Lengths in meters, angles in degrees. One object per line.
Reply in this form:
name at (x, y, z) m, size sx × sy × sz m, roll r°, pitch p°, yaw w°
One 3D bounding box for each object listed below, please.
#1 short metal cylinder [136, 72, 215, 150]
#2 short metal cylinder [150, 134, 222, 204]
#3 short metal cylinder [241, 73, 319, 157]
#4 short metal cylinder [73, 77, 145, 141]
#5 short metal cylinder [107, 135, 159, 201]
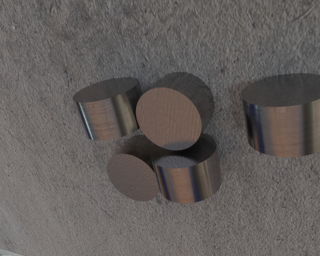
short metal cylinder at (0.019, -0.020, 0.368) m, size 0.080 × 0.050 × 0.079 m, roll 13°, pitch 124°, yaw 21°
short metal cylinder at (0.033, 0.047, 0.383) m, size 0.080 × 0.080 × 0.050 m, roll 1°, pitch 119°, yaw 28°
short metal cylinder at (0.122, -0.015, 0.297) m, size 0.080 × 0.080 × 0.050 m, roll -1°, pitch 118°, yaw 28°
short metal cylinder at (-0.061, -0.026, 0.388) m, size 0.080 × 0.080 × 0.050 m, roll 1°, pitch 119°, yaw 28°
short metal cylinder at (-0.027, 0.057, 0.440) m, size 0.080 × 0.050 × 0.079 m, roll 13°, pitch 124°, yaw 21°
